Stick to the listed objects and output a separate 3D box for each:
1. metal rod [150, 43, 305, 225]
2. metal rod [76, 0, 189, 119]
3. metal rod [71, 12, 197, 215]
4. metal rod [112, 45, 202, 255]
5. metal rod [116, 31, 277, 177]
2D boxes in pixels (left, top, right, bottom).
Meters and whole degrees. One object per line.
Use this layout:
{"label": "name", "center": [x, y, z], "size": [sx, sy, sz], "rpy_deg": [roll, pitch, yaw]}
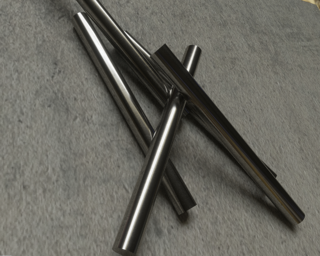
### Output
{"label": "metal rod", "center": [0.094, 0.016, 0.403], "size": [0.300, 0.025, 0.025], "rpy_deg": [48, 50, -12]}
{"label": "metal rod", "center": [-0.063, -0.130, 0.430], "size": [0.300, 0.025, 0.025], "rpy_deg": [51, 51, 0]}
{"label": "metal rod", "center": [-0.040, -0.029, 0.400], "size": [0.025, 0.025, 0.299], "rpy_deg": [-20, 72, -36]}
{"label": "metal rod", "center": [0.009, 0.001, 0.374], "size": [0.025, 0.025, 0.300], "rpy_deg": [28, 54, -11]}
{"label": "metal rod", "center": [0.051, -0.029, 0.450], "size": [0.300, 0.025, 0.025], "rpy_deg": [44, 51, 2]}
